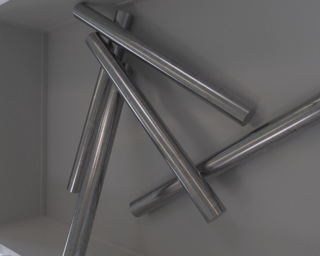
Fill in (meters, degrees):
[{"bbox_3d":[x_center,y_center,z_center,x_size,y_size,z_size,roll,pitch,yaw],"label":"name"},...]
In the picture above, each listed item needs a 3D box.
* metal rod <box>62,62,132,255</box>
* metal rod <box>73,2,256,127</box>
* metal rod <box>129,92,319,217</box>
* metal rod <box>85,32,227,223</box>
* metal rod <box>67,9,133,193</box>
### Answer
[{"bbox_3d":[-0.079,0.047,0.394,0.025,0.025,0.299,-10,59,39],"label":"metal rod"},{"bbox_3d":[-0.012,-0.093,0.395,0.300,0.025,0.025,37,113,26],"label":"metal rod"},{"bbox_3d":[0.068,0.039,0.350,0.299,0.025,0.025,-36,68,34],"label":"metal rod"},{"bbox_3d":[-0.018,-0.018,0.386,0.025,0.025,0.299,-50,61,28],"label":"metal rod"},{"bbox_3d":[-0.098,-0.032,0.488,0.025,0.025,0.298,31,109,36],"label":"metal rod"}]
